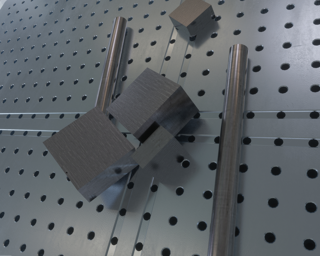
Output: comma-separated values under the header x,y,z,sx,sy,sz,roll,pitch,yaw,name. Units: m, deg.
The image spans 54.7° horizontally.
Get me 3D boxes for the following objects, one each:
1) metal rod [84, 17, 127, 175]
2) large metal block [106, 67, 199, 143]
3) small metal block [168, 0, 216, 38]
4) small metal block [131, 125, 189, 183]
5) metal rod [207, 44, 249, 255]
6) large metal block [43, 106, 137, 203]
x,y,z,sx,sy,sz,roll,pitch,yaw,name
-0.084,-0.063,0.491,0.025,0.025,0.299,-9,58,24,metal rod
-0.011,-0.024,0.404,0.080,0.050,0.080,-46,41,-4,large metal block
0.051,-0.177,0.491,0.050,0.025,0.050,-42,51,-1,small metal block
0.001,0.032,0.372,0.050,0.050,0.025,-46,52,-4,small metal block
0.079,0.027,0.350,0.025,0.025,0.300,-3,60,27,metal rod
-0.085,0.032,0.393,0.080,0.050,0.080,-37,65,-16,large metal block
